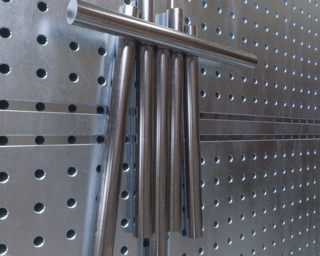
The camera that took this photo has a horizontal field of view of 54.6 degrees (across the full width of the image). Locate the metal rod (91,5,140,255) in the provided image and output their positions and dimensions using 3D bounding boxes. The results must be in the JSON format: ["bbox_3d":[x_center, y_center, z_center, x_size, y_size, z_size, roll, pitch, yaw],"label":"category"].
[{"bbox_3d":[-0.052,0.005,0.363,0.025,0.025,0.299,10,84,-40],"label":"metal rod"}]

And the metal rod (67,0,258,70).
[{"bbox_3d":[0.030,-0.110,0.400,0.302,0.025,0.025,2,89,-40],"label":"metal rod"}]

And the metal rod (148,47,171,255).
[{"bbox_3d":[-0.001,0.042,0.407,0.025,0.025,0.298,1,90,-40],"label":"metal rod"}]

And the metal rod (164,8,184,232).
[{"bbox_3d":[0.019,-0.011,0.425,0.025,0.025,0.298,1,89,-40],"label":"metal rod"}]

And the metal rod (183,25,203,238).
[{"bbox_3d":[0.045,0.007,0.446,0.025,0.025,0.298,-3,92,-40],"label":"metal rod"}]

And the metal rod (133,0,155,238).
[{"bbox_3d":[-0.020,-0.014,0.391,0.025,0.025,0.298,1,90,-40],"label":"metal rod"}]
